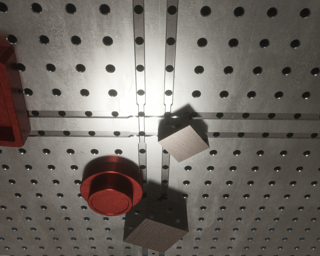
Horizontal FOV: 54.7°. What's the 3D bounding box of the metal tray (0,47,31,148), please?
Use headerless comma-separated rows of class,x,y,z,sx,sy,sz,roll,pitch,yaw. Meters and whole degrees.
metal tray,-0.217,-0.035,0.374,0.091,0.030,0.129,4,130,-5

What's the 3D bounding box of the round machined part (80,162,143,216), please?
round machined part,-0.076,0.102,0.486,0.099,0.042,0.097,-1,130,0

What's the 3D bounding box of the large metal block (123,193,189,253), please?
large metal block,-0.008,0.166,0.537,0.080,0.050,0.080,24,126,-20

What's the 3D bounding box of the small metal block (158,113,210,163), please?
small metal block,0.032,0.015,0.425,0.050,0.025,0.050,-29,125,22
